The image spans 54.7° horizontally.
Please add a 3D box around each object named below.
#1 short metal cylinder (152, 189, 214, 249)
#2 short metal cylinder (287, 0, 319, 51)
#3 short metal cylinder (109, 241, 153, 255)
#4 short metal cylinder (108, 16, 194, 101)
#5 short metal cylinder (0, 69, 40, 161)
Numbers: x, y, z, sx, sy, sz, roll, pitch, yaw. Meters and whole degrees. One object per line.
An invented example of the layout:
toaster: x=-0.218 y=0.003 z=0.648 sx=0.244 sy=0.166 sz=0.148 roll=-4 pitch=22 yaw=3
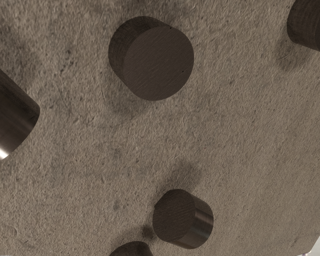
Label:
short metal cylinder: x=0.035 y=0.141 z=0.480 sx=0.080 sy=0.080 sz=0.050 roll=-49 pitch=129 yaw=6
short metal cylinder: x=0.224 y=-0.148 z=0.424 sx=0.081 sy=0.050 sz=0.079 roll=-14 pitch=125 yaw=-21
short metal cylinder: x=-0.045 y=0.237 z=0.515 sx=0.081 sy=0.050 sz=0.079 roll=-14 pitch=124 yaw=-21
short metal cylinder: x=-0.010 y=-0.076 z=0.339 sx=0.081 sy=0.050 sz=0.079 roll=-14 pitch=125 yaw=-21
short metal cylinder: x=-0.158 y=-0.011 z=0.278 sx=0.080 sy=0.080 sz=0.050 roll=-38 pitch=130 yaw=-3
